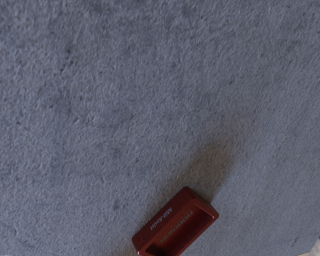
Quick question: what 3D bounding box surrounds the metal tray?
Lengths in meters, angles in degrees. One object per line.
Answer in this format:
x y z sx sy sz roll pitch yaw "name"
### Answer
0.028 0.168 0.525 0.130 0.030 0.090 -45 130 3 "metal tray"
